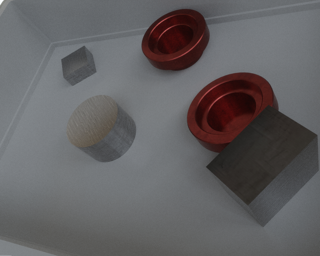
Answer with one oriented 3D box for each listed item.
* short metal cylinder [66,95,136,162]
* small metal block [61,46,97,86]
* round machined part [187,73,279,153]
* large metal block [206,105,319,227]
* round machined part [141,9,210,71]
[{"bbox_3d":[-0.081,0.001,0.430,0.080,0.050,0.080,-13,56,20],"label":"short metal cylinder"},{"bbox_3d":[-0.144,-0.110,0.546,0.050,0.025,0.050,-28,52,10],"label":"small metal block"},{"bbox_3d":[0.084,-0.013,0.351,0.098,0.042,0.098,-21,45,22],"label":"round machined part"},{"bbox_3d":[0.100,0.039,0.294,0.080,0.080,0.050,-45,52,-3],"label":"large metal block"},{"bbox_3d":[0.026,-0.124,0.456,0.098,0.042,0.098,-13,56,20],"label":"round machined part"}]
